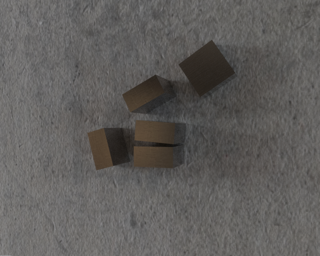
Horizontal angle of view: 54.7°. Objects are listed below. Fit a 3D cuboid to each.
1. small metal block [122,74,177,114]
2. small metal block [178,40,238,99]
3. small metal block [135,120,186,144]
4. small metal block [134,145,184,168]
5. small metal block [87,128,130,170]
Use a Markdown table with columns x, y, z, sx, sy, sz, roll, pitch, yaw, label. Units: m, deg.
| x | y | z | sx | sy | sz | roll | pitch | yaw | label |
| --- | --- | --- | --- | --- | --- | --- | --- | --- | --- |
| -0.012 | -0.042 | 0.399 | 0.050 | 0.050 | 0.025 | -28 | 81 | 17 | small metal block |
| 0.060 | -0.072 | 0.387 | 0.050 | 0.025 | 0.050 | -35 | 79 | 16 | small metal block |
| 0.002 | 0.004 | 0.394 | 0.050 | 0.050 | 0.025 | 5 | 92 | 19 | small metal block |
| 0.000 | 0.035 | 0.395 | 0.050 | 0.050 | 0.025 | 0 | 90 | 19 | small metal block |
| -0.068 | 0.027 | 0.419 | 0.025 | 0.050 | 0.050 | -16 | 85 | 19 | small metal block |
